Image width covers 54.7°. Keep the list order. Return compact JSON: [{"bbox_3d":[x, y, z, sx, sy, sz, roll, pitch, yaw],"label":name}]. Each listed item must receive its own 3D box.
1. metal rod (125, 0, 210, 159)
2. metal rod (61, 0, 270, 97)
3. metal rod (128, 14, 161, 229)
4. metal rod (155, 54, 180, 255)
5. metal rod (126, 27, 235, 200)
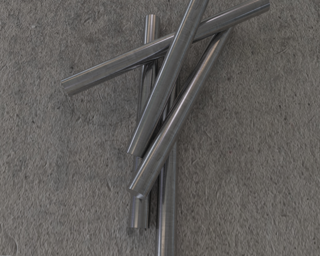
[{"bbox_3d":[0.025,-0.103,0.394,0.025,0.025,0.299,21,81,7],"label":"metal rod"},{"bbox_3d":[0.013,-0.115,0.421,0.302,0.025,0.025,-25,72,-7],"label":"metal rod"},{"bbox_3d":[-0.018,-0.023,0.415,0.025,0.025,0.299,2,70,1],"label":"metal rod"},{"bbox_3d":[0.011,0.040,0.393,0.025,0.025,0.299,2,70,1],"label":"metal rod"},{"bbox_3d":[0.039,-0.046,0.404,0.025,0.025,0.300,25,64,9],"label":"metal rod"}]
